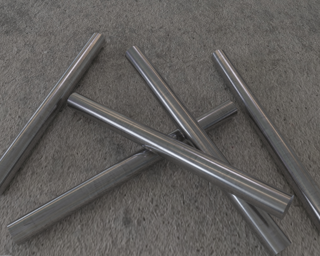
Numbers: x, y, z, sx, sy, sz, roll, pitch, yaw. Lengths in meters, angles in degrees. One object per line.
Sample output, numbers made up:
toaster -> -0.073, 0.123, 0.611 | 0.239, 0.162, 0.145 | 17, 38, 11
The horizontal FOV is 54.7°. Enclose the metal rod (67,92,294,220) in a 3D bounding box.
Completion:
metal rod -> -0.003, 0.016, 0.353 | 0.300, 0.025, 0.025 | 25, 54, 32

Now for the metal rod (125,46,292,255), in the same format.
metal rod -> 0.041, 0.008, 0.366 | 0.025, 0.025, 0.299 | -25, 64, -20

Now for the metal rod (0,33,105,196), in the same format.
metal rod -> -0.146, -0.041, 0.436 | 0.025, 0.025, 0.300 | 12, 51, 10

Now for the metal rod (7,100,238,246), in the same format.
metal rod -> -0.025, 0.040, 0.368 | 0.302, 0.025, 0.025 | -29, 56, -22

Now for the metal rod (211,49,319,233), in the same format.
metal rod -> 0.136, -0.006, 0.409 | 0.025, 0.025, 0.300 | -12, 51, -10
